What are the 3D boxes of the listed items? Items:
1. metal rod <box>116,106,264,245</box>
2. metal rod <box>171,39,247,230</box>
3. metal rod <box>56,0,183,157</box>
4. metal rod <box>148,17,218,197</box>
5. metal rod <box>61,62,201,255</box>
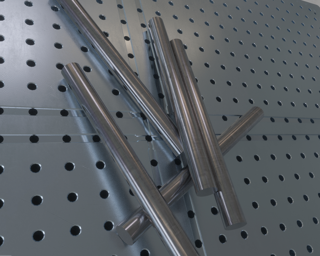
[{"bbox_3d":[0.061,0.044,0.413,0.302,0.025,0.025,-35,81,-38],"label":"metal rod"},{"bbox_3d":[0.054,-0.014,0.420,0.025,0.025,0.299,5,52,-26],"label":"metal rod"},{"bbox_3d":[-0.059,-0.087,0.428,0.025,0.025,0.300,-31,79,-38],"label":"metal rod"},{"bbox_3d":[0.023,-0.050,0.428,0.025,0.025,0.299,5,53,-26],"label":"metal rod"},{"bbox_3d":[-0.033,0.041,0.340,0.025,0.025,0.299,-19,65,-35],"label":"metal rod"}]
